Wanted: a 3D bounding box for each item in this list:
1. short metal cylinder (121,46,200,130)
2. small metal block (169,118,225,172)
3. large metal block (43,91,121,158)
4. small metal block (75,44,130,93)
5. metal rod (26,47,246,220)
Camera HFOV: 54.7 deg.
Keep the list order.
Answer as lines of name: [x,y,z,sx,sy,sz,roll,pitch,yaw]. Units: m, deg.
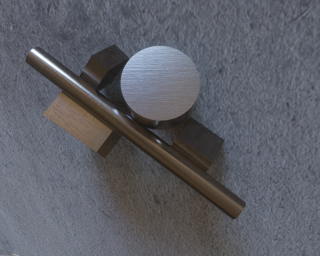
short metal cylinder: [0.000,-0.041,0.338,0.080,0.080,0.050,34,170,5]
small metal block: [0.045,0.021,0.377,0.050,0.050,0.025,35,129,4]
large metal block: [-0.096,-0.006,0.414,0.080,0.050,0.080,35,169,4]
small metal block: [-0.071,-0.072,0.384,0.025,0.050,0.050,44,129,-2]
metal rod: [-0.030,0.004,0.361,0.300,0.025,0.025,37,129,3]
